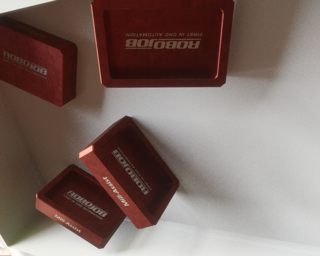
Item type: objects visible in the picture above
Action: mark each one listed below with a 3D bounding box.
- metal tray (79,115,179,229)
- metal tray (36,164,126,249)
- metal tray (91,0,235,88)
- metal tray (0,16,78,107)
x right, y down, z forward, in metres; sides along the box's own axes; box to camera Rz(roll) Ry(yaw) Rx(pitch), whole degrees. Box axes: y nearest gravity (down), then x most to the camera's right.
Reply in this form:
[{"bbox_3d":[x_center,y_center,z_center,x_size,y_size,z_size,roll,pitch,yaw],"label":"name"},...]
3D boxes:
[{"bbox_3d":[-0.036,0.058,0.421,0.030,0.090,0.130,-29,103,37],"label":"metal tray"},{"bbox_3d":[-0.122,0.124,0.507,0.130,0.090,0.030,29,128,10],"label":"metal tray"},{"bbox_3d":[0.003,-0.088,0.315,0.131,0.030,0.089,0,123,1],"label":"metal tray"},{"bbox_3d":[-0.182,-0.095,0.443,0.130,0.030,0.089,24,127,13],"label":"metal tray"}]
